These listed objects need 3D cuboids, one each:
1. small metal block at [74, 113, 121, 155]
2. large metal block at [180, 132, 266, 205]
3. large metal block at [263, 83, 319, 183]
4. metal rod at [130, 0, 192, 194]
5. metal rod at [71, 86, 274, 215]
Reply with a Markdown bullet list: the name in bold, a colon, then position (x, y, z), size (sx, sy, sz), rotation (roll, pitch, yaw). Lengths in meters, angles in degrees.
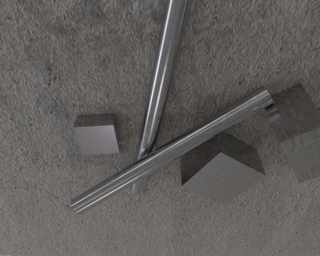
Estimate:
- **small metal block**: position (-0.082, 0.009, 0.414), size (0.050, 0.025, 0.050), rotation (-3, 130, 2)
- **large metal block**: position (0.086, 0.056, 0.439), size (0.080, 0.050, 0.080), rotation (27, 125, -22)
- **large metal block**: position (0.171, 0.006, 0.378), size (0.050, 0.080, 0.080), rotation (-25, 126, 19)
- **metal rod**: position (-0.007, -0.018, 0.391), size (0.025, 0.025, 0.298), rotation (8, 130, -7)
- **metal rod**: position (0.006, 0.036, 0.408), size (0.300, 0.025, 0.025), rotation (-32, 124, 13)
